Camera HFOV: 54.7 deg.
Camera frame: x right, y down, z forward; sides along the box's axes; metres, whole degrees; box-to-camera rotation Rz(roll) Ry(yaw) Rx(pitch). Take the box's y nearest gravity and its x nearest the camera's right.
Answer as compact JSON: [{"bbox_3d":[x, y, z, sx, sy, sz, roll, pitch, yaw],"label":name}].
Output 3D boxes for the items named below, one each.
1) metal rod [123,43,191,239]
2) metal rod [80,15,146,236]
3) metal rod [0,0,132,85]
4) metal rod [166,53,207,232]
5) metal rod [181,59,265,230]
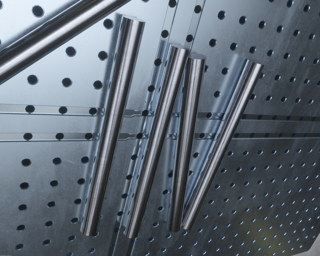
[{"bbox_3d":[-0.011,0.035,0.428,0.025,0.025,0.298,0,118,-29],"label":"metal rod"},{"bbox_3d":[-0.065,0.016,0.386,0.025,0.025,0.298,1,118,-30],"label":"metal rod"},{"bbox_3d":[-0.075,-0.110,0.302,0.301,0.025,0.025,-35,129,-5],"label":"metal rod"},{"bbox_3d":[0.034,0.040,0.456,0.025,0.025,0.298,-10,123,-24],"label":"metal rod"},{"bbox_3d":[0.089,0.039,0.486,0.025,0.025,0.298,4,116,-31],"label":"metal rod"}]
